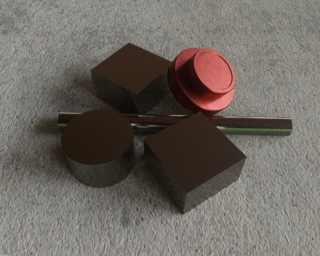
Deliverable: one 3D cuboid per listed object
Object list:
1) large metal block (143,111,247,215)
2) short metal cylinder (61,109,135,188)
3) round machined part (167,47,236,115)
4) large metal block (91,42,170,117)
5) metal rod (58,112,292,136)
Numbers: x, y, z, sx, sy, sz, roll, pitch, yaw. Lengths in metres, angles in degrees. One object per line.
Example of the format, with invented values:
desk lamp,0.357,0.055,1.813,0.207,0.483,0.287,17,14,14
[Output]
large metal block,0.037,0.038,0.357,0.081,0.050,0.080,-27,55,-21
short metal cylinder,-0.070,0.024,0.367,0.081,0.050,0.080,0,50,0
round machined part,0.063,-0.068,0.421,0.099,0.042,0.098,12,63,-25
large metal block,-0.037,-0.068,0.443,0.080,0.050,0.080,30,56,22
metal rod,0.019,-0.005,0.411,0.302,0.025,0.025,1,50,0
